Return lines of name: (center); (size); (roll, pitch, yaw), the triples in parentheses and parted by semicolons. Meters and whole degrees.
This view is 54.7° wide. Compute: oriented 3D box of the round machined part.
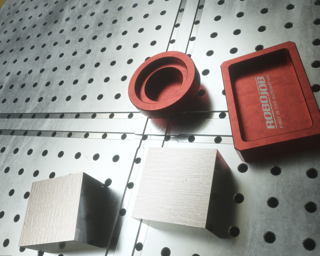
round machined part: (0.009, -0.055, 0.426); (0.098, 0.042, 0.098); (-13, 56, 21)

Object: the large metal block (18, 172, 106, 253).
large metal block: (-0.119, 0.108, 0.389); (0.080, 0.050, 0.080); (-14, 56, 20)

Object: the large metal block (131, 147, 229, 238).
large metal block: (0.025, 0.068, 0.337); (0.080, 0.050, 0.080); (-1, 61, 28)

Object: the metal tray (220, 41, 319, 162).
metal tray: (0.125, -0.033, 0.359); (0.090, 0.030, 0.130); (-15, 56, 20)
